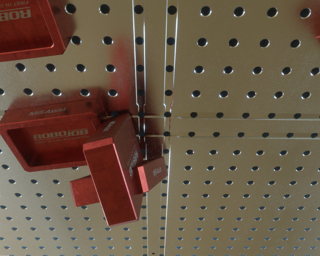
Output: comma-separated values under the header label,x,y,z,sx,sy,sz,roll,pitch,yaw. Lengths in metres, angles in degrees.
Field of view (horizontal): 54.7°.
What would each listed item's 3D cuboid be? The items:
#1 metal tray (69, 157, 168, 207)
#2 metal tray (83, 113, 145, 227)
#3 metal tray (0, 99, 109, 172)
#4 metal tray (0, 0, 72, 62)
label,x,y,z,sx,sy,sz,roll,pitch,yaw
metal tray,-0.046,0.066,0.407,0.090,0.130,0.030,-14,87,11
metal tray,-0.045,0.040,0.357,0.030,0.130,0.089,-14,103,5
metal tray,-0.134,0.013,0.417,0.131,0.030,0.089,-7,130,5
metal tray,-0.167,-0.113,0.309,0.131,0.030,0.089,-6,130,4
